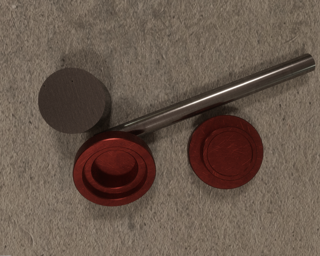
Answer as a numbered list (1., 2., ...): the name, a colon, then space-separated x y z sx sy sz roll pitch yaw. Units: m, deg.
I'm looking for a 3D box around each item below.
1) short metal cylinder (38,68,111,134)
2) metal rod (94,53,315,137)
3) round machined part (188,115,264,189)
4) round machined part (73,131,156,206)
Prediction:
1. short metal cylinder: -0.106 -0.033 0.396 0.081 0.050 0.079 0 90 -1
2. metal rod: 0.058 -0.034 0.410 0.301 0.025 0.025 -21 90 -1
3. round machined part: 0.086 0.032 0.403 0.099 0.042 0.097 0 90 -1
4. round machined part: -0.057 0.046 0.388 0.099 0.042 0.097 -5 117 -9
